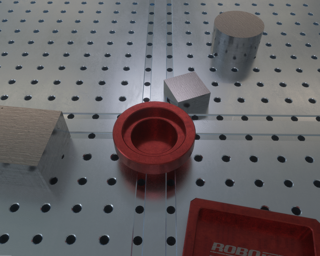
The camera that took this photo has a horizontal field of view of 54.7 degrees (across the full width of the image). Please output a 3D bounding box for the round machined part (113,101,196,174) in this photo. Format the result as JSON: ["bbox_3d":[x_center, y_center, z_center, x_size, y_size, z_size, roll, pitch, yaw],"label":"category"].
[{"bbox_3d":[-0.007,0.016,0.383,0.099,0.042,0.098,0,50,0],"label":"round machined part"}]

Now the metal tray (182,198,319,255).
[{"bbox_3d":[0.088,0.125,0.299,0.131,0.030,0.090,9,51,7],"label":"metal tray"}]

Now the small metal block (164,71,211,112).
[{"bbox_3d":[0.038,-0.052,0.451,0.050,0.025,0.050,-18,52,-14],"label":"small metal block"}]

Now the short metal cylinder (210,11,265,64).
[{"bbox_3d":[0.129,-0.154,0.521,0.081,0.050,0.080,0,50,0],"label":"short metal cylinder"}]

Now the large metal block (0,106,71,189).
[{"bbox_3d":[-0.164,0.022,0.372,0.080,0.050,0.080,5,50,4],"label":"large metal block"}]
